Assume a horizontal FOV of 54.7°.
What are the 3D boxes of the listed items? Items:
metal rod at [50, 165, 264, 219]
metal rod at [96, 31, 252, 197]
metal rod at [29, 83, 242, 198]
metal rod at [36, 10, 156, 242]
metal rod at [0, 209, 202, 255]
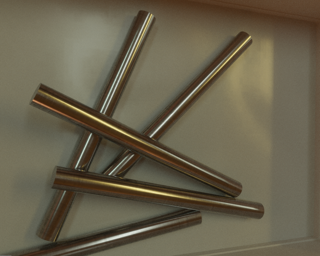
[{"bbox_3d":[0.016,0.088,0.399,0.302,0.025,0.025,15,85,-26],"label":"metal rod"},{"bbox_3d":[0.024,-0.027,0.419,0.301,0.025,0.025,-46,104,-14],"label":"metal rod"},{"bbox_3d":[-0.008,0.028,0.381,0.301,0.025,0.025,28,81,-28],"label":"metal rod"},{"bbox_3d":[-0.075,-0.009,0.382,0.025,0.025,0.299,26,81,-18],"label":"metal rod"},{"bbox_3d":[-0.089,0.142,0.377,0.302,0.025,0.025,-8,93,-20],"label":"metal rod"}]
